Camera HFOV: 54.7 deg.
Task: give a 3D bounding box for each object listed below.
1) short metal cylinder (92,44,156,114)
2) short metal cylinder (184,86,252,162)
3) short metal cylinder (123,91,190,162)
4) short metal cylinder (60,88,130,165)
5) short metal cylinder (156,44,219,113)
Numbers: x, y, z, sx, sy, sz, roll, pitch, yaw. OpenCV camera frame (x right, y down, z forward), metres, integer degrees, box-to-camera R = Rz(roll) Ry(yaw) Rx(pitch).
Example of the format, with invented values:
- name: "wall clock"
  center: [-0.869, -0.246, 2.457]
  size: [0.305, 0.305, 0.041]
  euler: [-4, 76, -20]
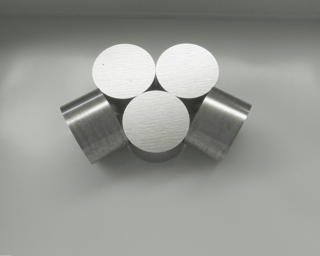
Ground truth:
- name: "short metal cylinder"
  center: [-0.046, -0.065, 0.418]
  size: [0.081, 0.050, 0.080]
  euler: [0, 70, 0]
- name: "short metal cylinder"
  center: [0.070, -0.005, 0.381]
  size: [0.050, 0.080, 0.080]
  euler: [28, 73, 10]
- name: "short metal cylinder"
  center: [-0.005, -0.001, 0.395]
  size: [0.081, 0.050, 0.080]
  euler: [0, 70, 0]
- name: "short metal cylinder"
  center: [-0.079, -0.002, 0.379]
  size: [0.050, 0.080, 0.080]
  euler: [-29, 73, -10]
- name: "short metal cylinder"
  center: [0.035, -0.066, 0.419]
  size: [0.081, 0.050, 0.080]
  euler: [0, 70, 0]
